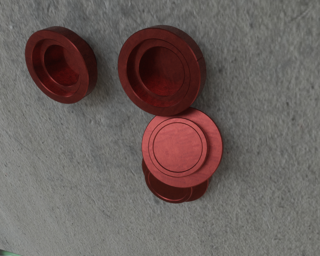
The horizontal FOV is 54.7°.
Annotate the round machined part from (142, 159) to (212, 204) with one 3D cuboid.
[{"bbox_3d":[0.019,0.064,0.425,0.098,0.042,0.097,13,124,20],"label":"round machined part"}]

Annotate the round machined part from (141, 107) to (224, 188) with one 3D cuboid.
[{"bbox_3d":[0.025,0.022,0.366,0.098,0.042,0.097,-1,88,14],"label":"round machined part"}]

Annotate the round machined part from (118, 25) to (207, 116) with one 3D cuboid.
[{"bbox_3d":[0.006,-0.066,0.348,0.098,0.042,0.097,12,119,22],"label":"round machined part"}]

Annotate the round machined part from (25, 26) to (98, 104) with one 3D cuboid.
[{"bbox_3d":[-0.123,-0.084,0.407,0.098,0.042,0.097,13,124,20],"label":"round machined part"}]
